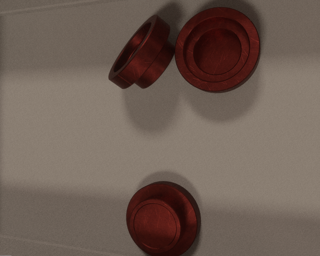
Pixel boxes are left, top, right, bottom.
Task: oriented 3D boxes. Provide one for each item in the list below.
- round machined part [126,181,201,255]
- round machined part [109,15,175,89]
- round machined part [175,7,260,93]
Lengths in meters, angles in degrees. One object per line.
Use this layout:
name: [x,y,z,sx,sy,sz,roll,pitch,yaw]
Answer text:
round machined part: [0.000,0.121,0.401,0.098,0.042,0.097,0,90,19]
round machined part: [-0.019,-0.088,0.388,0.042,0.098,0.098,35,104,-22]
round machined part: [0.071,-0.091,0.376,0.098,0.042,0.097,0,90,19]
